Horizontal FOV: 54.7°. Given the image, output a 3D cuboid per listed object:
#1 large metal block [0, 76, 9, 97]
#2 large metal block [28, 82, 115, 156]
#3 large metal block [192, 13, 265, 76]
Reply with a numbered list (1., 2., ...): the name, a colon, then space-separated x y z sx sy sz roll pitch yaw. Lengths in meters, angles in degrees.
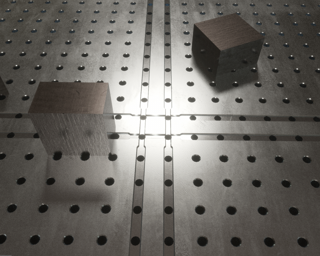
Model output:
1. large metal block: -0.282 -0.073 0.449 0.081 0.050 0.080 -31 57 -24
2. large metal block: -0.101 -0.009 0.379 0.081 0.080 0.050 1 50 0
3. large metal block: 0.109 -0.139 0.510 0.081 0.050 0.080 -20 53 -16
